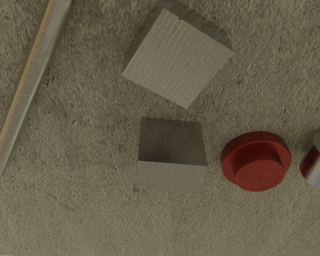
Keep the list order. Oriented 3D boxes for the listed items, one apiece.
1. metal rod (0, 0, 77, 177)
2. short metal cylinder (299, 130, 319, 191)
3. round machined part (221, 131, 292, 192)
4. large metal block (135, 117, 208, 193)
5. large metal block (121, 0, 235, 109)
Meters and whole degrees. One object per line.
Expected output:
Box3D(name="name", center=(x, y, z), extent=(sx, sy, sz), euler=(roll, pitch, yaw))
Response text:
Box3D(name="metal rod", center=(-0.166, -0.034, 0.375), extent=(0.025, 0.025, 0.298), euler=(25, 126, -20))
Box3D(name="short metal cylinder", center=(0.237, 0.045, 0.413), extent=(0.081, 0.080, 0.050), euler=(3, 130, -3))
Box3D(name="round machined part", center=(0.139, 0.055, 0.445), extent=(0.099, 0.042, 0.097), euler=(-1, 130, 0))
Box3D(name="large metal block", center=(0.012, 0.033, 0.400), extent=(0.081, 0.080, 0.050), euler=(5, 130, -5))
Box3D(name="large metal block", center=(0.016, -0.079, 0.324), extent=(0.080, 0.050, 0.080), euler=(25, 126, -21))
